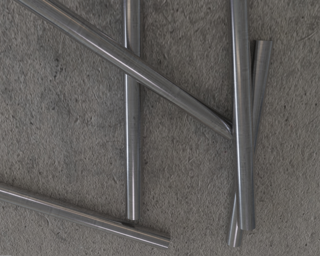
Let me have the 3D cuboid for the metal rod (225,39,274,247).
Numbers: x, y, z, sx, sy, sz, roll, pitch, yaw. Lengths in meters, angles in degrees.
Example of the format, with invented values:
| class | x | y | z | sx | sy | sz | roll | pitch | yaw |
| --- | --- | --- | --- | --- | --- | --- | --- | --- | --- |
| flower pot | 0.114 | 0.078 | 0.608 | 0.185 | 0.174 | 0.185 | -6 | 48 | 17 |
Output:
| class | x | y | z | sx | sy | sz | roll | pitch | yaw |
| --- | --- | --- | --- | --- | --- | --- | --- | --- | --- |
| metal rod | 0.118 | 0.034 | 0.423 | 0.025 | 0.025 | 0.298 | 2 | 110 | -1 |

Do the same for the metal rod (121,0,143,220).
| class | x | y | z | sx | sy | sz | roll | pitch | yaw |
| --- | --- | --- | --- | --- | --- | --- | --- | --- | --- |
| metal rod | -0.035 | -0.012 | 0.404 | 0.025 | 0.025 | 0.298 | 1 | 110 | -1 |

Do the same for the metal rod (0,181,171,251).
| class | x | y | z | sx | sy | sz | roll | pitch | yaw |
| --- | --- | --- | --- | --- | --- | --- | --- | --- | --- |
| metal rod | -0.129 | 0.124 | 0.454 | 0.302 | 0.025 | 0.025 | 20 | 109 | -8 |

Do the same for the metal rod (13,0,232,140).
| class | x | y | z | sx | sy | sz | roll | pitch | yaw |
| --- | --- | --- | --- | --- | --- | --- | --- | --- | --- |
| metal rod | -0.025 | -0.068 | 0.357 | 0.301 | 0.025 | 0.025 | 31 | 107 | -22 |

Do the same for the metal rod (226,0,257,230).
| class | x | y | z | sx | sy | sz | roll | pitch | yaw |
| --- | --- | --- | --- | --- | --- | --- | --- | --- | --- |
| metal rod | 0.102 | -0.013 | 0.385 | 0.025 | 0.025 | 0.298 | -5 | 103 | 2 |
